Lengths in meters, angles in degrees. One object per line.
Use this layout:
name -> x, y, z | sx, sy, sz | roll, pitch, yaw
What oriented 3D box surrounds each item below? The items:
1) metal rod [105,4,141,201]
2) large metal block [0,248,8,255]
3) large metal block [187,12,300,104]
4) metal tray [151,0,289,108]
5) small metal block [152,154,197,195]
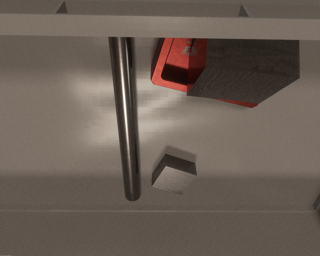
metal rod -> -0.043, -0.005, 0.403 | 0.025, 0.025, 0.298 | 0, 130, -1
large metal block -> -0.369, 0.261, 0.612 | 0.080, 0.050, 0.080 | -17, 129, 13
large metal block -> 0.074, -0.062, 0.298 | 0.081, 0.050, 0.080 | 6, 168, -6
metal tray -> 0.064, -0.078, 0.340 | 0.131, 0.030, 0.089 | 12, 129, -11
small metal block -> 0.021, 0.071, 0.470 | 0.050, 0.025, 0.050 | 19, 128, -16
